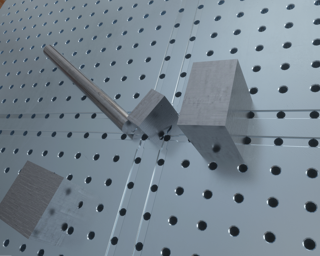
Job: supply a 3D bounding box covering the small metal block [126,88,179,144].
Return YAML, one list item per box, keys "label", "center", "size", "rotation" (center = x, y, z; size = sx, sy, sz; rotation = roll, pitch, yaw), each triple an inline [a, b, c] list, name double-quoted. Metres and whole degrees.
- label: "small metal block"
  center: [-0.008, -0.015, 0.405]
  size: [0.025, 0.050, 0.050]
  rotation: [34, 81, 38]

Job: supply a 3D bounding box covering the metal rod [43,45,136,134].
- label: "metal rod"
  center: [-0.131, -0.078, 0.524]
  size: [0.025, 0.025, 0.300]
  rotation: [-46, 51, -4]

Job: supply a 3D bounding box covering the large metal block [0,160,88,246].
- label: "large metal block"
  center: [-0.158, 0.099, 0.415]
  size: [0.080, 0.050, 0.080]
  rotation: [15, 69, 34]

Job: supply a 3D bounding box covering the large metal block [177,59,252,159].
- label: "large metal block"
  center: [0.066, -0.019, 0.350]
  size: [0.050, 0.080, 0.080]
  rotation: [2, 63, 29]
